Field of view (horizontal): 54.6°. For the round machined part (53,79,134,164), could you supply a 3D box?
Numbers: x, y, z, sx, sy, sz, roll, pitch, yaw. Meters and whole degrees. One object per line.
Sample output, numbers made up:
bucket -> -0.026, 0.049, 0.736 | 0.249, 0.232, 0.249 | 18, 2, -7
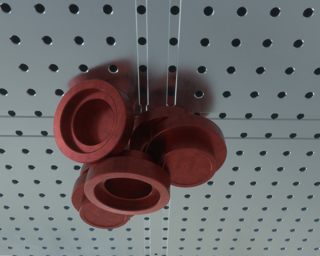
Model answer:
round machined part -> -0.074, -0.005, 0.370 | 0.098, 0.098, 0.042 | -22, 162, 17

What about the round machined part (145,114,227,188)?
round machined part -> 0.031, 0.034, 0.373 | 0.099, 0.042, 0.097 | 0, 130, 0

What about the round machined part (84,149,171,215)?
round machined part -> -0.036, 0.062, 0.368 | 0.098, 0.042, 0.098 | 2, 138, 2

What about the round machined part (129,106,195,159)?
round machined part -> 0.010, 0.023, 0.393 | 0.099, 0.042, 0.097 | 0, 130, 0

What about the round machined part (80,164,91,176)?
round machined part -> -0.067, 0.083, 0.443 | 0.099, 0.042, 0.097 | 0, 130, 0

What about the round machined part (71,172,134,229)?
round machined part -> -0.074, 0.105, 0.433 | 0.099, 0.042, 0.097 | 0, 130, 0
